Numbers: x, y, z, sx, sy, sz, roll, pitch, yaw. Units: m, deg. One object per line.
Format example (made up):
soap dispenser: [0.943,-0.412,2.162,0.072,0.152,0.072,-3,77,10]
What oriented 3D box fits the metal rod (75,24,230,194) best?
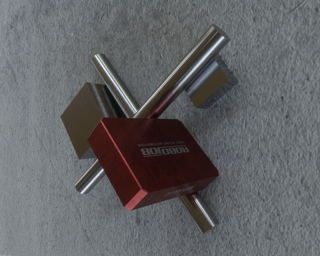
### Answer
metal rod: [-0.026,-0.005,0.393,0.299,0.025,0.025,-46,63,29]

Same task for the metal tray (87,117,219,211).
metal tray: [-0.002,0.032,0.337,0.030,0.131,0.090,-50,60,29]

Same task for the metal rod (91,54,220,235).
metal rod: [-0.018,0.005,0.420,0.025,0.025,0.299,-49,61,28]

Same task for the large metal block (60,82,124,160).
large metal block: [-0.095,-0.010,0.465,0.080,0.050,0.080,-44,64,31]

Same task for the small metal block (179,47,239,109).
small metal block: [0.054,-0.057,0.360,0.050,0.025,0.050,-43,65,31]
